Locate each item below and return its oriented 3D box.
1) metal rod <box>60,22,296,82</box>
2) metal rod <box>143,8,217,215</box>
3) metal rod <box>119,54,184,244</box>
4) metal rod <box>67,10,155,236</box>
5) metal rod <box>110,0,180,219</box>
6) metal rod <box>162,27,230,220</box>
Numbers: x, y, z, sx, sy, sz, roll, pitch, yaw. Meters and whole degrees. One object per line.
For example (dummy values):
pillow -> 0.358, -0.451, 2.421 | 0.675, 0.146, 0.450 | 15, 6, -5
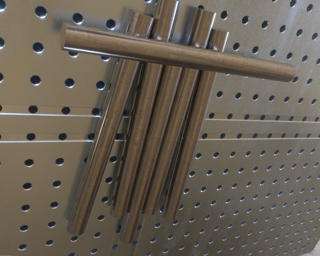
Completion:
metal rod -> 0.044, -0.079, 0.353 | 0.302, 0.025, 0.025 | 2, 118, -29
metal rod -> 0.018, -0.005, 0.419 | 0.025, 0.025, 0.298 | 1, 118, -29
metal rod -> -0.017, 0.042, 0.427 | 0.025, 0.025, 0.298 | 1, 118, -29
metal rod -> -0.067, 0.011, 0.379 | 0.025, 0.025, 0.298 | 7, 115, -32
metal rod -> -0.026, -0.007, 0.392 | 0.025, 0.025, 0.298 | 1, 118, -29
metal rod -> 0.044, 0.011, 0.442 | 0.025, 0.025, 0.298 | -2, 120, -27
